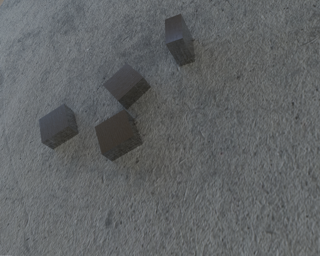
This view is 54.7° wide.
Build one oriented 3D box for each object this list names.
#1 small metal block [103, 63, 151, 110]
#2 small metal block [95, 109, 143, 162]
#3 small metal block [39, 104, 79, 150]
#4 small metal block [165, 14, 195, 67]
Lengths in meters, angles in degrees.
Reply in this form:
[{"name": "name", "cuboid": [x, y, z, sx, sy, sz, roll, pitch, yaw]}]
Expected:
[{"name": "small metal block", "cuboid": [-0.051, -0.064, 0.470, 0.050, 0.025, 0.050, -43, 51, -2]}, {"name": "small metal block", "cuboid": [-0.058, 0.010, 0.428, 0.050, 0.025, 0.050, -30, 52, 9]}, {"name": "small metal block", "cuboid": [-0.161, -0.002, 0.490, 0.050, 0.025, 0.050, -31, 52, 8]}, {"name": "small metal block", "cuboid": [0.029, -0.127, 0.450, 0.025, 0.050, 0.050, -14, 56, 21]}]
